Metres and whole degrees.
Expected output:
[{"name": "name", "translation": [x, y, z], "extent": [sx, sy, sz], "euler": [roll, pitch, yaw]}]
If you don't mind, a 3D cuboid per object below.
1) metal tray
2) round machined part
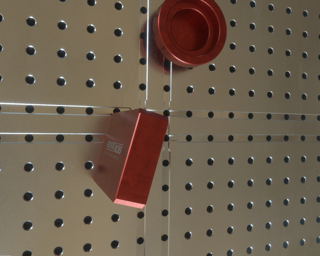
[{"name": "metal tray", "translation": [-0.038, 0.028, 0.344], "extent": [0.030, 0.130, 0.090], "euler": [18, 84, -20]}, {"name": "round machined part", "translation": [0.037, -0.130, 0.418], "extent": [0.099, 0.042, 0.097], "euler": [0, 90, -21]}]
